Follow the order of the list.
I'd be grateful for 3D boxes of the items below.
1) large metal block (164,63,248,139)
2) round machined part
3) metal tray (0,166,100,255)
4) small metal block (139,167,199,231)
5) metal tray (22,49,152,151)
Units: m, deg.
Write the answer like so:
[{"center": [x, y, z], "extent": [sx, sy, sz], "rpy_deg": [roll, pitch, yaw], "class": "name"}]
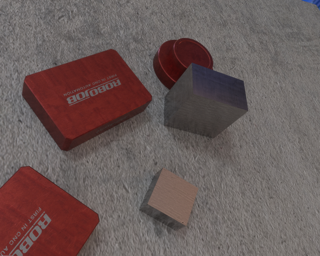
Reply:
[{"center": [0.059, -0.034, 0.423], "extent": [0.081, 0.080, 0.050], "rpy_deg": [15, 56, -21], "class": "large metal block"}, {"center": [0.043, -0.100, 0.479], "extent": [0.099, 0.042, 0.098], "rpy_deg": [14, 56, -21], "class": "round machined part"}, {"center": [-0.126, 0.108, 0.267], "extent": [0.090, 0.030, 0.130], "rpy_deg": [37, 51, -4], "class": "metal tray"}, {"center": [0.011, 0.083, 0.361], "extent": [0.050, 0.025, 0.050], "rpy_deg": [32, 51, -8], "class": "small metal block"}, {"center": [-0.085, -0.040, 0.380], "extent": [0.131, 0.030, 0.090], "rpy_deg": [-31, 79, -38], "class": "metal tray"}]
